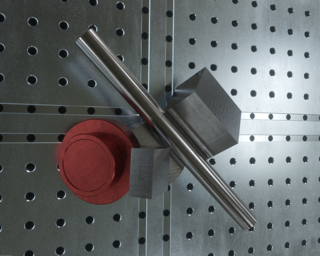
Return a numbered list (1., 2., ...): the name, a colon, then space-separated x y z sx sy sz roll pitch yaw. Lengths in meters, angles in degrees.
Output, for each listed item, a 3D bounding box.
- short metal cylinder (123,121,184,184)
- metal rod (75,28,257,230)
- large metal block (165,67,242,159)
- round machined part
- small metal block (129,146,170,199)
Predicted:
1. short metal cylinder: -0.013 0.031 0.390 0.081 0.050 0.079 0 90 -20
2. metal rod: 0.017 0.012 0.362 0.025 0.025 0.300 -45 104 -14
3. large metal block: 0.057 -0.020 0.394 0.080 0.050 0.080 48 32 -14
4. round machined part: -0.072 0.038 0.346 0.098 0.042 0.097 1 94 18
5. small metal block: -0.010 0.046 0.336 0.025 0.050 0.050 3 89 20
